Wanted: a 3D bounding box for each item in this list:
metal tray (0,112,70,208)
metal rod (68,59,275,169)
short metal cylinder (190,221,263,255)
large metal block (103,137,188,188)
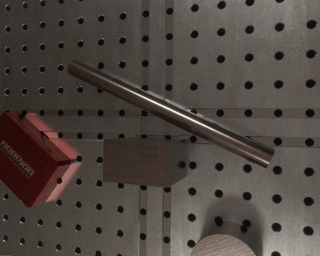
[{"bbox_3d":[-0.213,0.047,0.483,0.130,0.030,0.090,39,102,15],"label":"metal tray"},{"bbox_3d":[0.002,-0.026,0.411,0.301,0.025,0.025,26,99,17],"label":"metal rod"},{"bbox_3d":[0.080,0.159,0.371,0.080,0.050,0.079,0,90,19],"label":"short metal cylinder"},{"bbox_3d":[-0.015,0.039,0.388,0.080,0.080,0.050,2,91,19],"label":"large metal block"}]
